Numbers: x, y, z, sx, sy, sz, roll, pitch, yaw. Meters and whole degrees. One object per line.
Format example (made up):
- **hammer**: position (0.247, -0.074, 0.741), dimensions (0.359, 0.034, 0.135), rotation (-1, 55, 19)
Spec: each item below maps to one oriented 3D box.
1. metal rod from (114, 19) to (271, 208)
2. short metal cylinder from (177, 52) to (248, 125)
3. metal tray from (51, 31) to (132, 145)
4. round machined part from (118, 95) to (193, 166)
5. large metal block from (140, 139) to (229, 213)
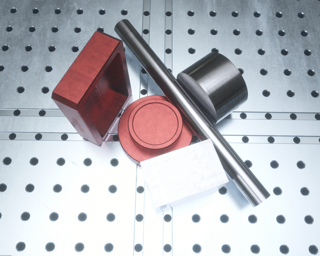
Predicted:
- **metal rod**: position (0.032, -0.030, 0.401), dimensions (0.025, 0.025, 0.299), rotation (-34, 74, -12)
- **short metal cylinder**: position (0.066, -0.050, 0.400), dimensions (0.050, 0.080, 0.080), rotation (-35, 74, -12)
- **metal tray**: position (-0.073, -0.040, 0.370), dimensions (0.030, 0.130, 0.090), rotation (26, 72, 9)
- **round machined part**: position (-0.006, 0.001, 0.402), dimensions (0.099, 0.042, 0.098), rotation (0, 70, -1)
- **large metal block**: position (0.025, 0.059, 0.361), dimensions (0.081, 0.080, 0.050), rotation (-18, 71, -7)
